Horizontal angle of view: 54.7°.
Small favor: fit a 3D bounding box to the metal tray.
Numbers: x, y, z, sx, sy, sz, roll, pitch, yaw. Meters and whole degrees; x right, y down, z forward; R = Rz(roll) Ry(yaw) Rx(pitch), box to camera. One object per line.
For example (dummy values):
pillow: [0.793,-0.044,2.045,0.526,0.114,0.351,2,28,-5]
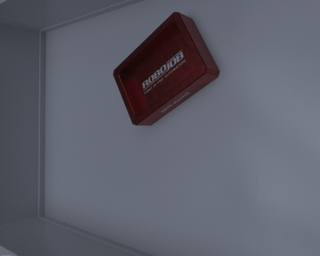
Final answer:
metal tray: [0.002,-0.071,0.400,0.130,0.030,0.090,-35,69,34]
